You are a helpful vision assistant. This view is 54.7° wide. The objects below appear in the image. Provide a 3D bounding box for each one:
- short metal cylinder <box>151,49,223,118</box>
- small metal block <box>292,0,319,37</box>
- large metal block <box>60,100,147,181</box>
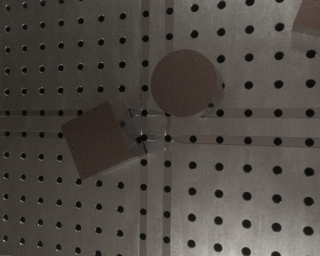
[{"bbox_3d":[0.035,-0.052,0.386,0.080,0.050,0.079,0,90,19],"label":"short metal cylinder"},{"bbox_3d":[0.184,-0.131,0.348,0.050,0.025,0.050,21,97,18],"label":"small metal block"},{"bbox_3d":[-0.076,0.017,0.425,0.080,0.050,0.080,-26,82,18],"label":"large metal block"}]
